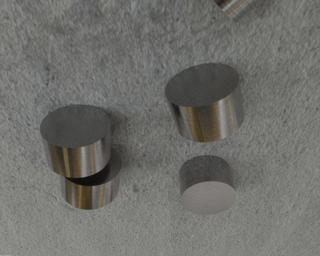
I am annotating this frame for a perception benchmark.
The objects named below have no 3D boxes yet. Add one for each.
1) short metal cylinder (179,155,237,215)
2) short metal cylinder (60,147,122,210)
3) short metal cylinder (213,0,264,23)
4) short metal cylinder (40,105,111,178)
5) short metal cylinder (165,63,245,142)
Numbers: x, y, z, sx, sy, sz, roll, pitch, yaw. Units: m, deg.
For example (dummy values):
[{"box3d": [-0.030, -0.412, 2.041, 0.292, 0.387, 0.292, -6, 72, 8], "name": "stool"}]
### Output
[{"box3d": [0.070, 0.087, 0.466, 0.081, 0.050, 0.079, 0, 130, 0], "name": "short metal cylinder"}, {"box3d": [-0.095, 0.064, 0.424, 0.081, 0.080, 0.050, 7, 130, -6], "name": "short metal cylinder"}, {"box3d": [0.059, -0.136, 0.256, 0.080, 0.080, 0.050, 37, 121, -27], "name": "short metal cylinder"}, {"box3d": [-0.101, 0.015, 0.382, 0.081, 0.080, 0.050, 3, 130, -3], "name": "short metal cylinder"}, {"box3d": [0.051, -0.030, 0.347, 0.080, 0.080, 0.050, -13, 129, 10], "name": "short metal cylinder"}]
